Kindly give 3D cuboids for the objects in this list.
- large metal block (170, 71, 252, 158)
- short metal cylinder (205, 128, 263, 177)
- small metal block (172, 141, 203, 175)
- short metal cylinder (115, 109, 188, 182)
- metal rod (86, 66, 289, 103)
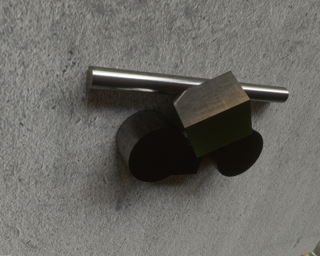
[{"bbox_3d":[0.068,-0.015,0.397,0.080,0.050,0.080,-24,145,3],"label":"large metal block"},{"bbox_3d":[0.106,0.026,0.466,0.081,0.050,0.079,-14,124,-21],"label":"short metal cylinder"},{"bbox_3d":[0.034,0.041,0.453,0.050,0.025,0.050,2,118,-29],"label":"small metal block"},{"bbox_3d":[-0.011,0.022,0.399,0.081,0.050,0.079,-14,124,-21],"label":"short metal cylinder"},{"bbox_3d":[0.056,-0.053,0.406,0.303,0.025,0.025,1,118,-29],"label":"metal rod"}]
